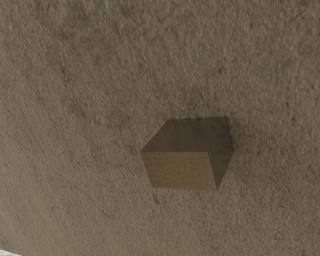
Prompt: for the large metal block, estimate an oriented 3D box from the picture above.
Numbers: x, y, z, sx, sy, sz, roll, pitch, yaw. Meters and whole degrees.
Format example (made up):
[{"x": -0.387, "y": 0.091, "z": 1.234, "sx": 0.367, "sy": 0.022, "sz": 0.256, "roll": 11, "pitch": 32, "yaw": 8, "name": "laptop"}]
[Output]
[{"x": 0.036, "y": 0.028, "z": 0.369, "sx": 0.080, "sy": 0.080, "sz": 0.050, "roll": -2, "pitch": 117, "yaw": 29, "name": "large metal block"}]
